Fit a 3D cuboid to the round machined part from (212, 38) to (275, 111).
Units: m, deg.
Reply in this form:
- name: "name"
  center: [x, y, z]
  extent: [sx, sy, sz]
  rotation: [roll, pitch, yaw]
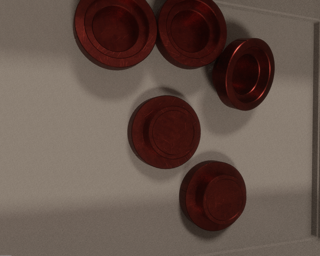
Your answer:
- name: "round machined part"
  center: [0.112, -0.076, 0.433]
  extent: [0.099, 0.042, 0.097]
  rotation: [-12, 111, -33]

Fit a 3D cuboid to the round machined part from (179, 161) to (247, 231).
- name: "round machined part"
  center: [0.080, 0.096, 0.433]
  extent: [0.099, 0.042, 0.097]
  rotation: [0, 90, -21]

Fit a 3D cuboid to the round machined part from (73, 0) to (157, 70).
- name: "round machined part"
  center: [-0.057, -0.119, 0.381]
  extent: [0.099, 0.042, 0.097]
  rotation: [0, 90, -21]

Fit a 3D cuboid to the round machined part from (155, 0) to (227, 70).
- name: "round machined part"
  center: [0.037, -0.127, 0.416]
  extent: [0.099, 0.042, 0.097]
  rotation: [0, 90, -20]

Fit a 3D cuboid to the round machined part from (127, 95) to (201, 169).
- name: "round machined part"
  center: [0.010, 0.006, 0.406]
  extent: [0.099, 0.042, 0.097]
  rotation: [0, 90, -21]
